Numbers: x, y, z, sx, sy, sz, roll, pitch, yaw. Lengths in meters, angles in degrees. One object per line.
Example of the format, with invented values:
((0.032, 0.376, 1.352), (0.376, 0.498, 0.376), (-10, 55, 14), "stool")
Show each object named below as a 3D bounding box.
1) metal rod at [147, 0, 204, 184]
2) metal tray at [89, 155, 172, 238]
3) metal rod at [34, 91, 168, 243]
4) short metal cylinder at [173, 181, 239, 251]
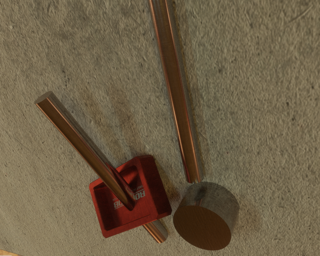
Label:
((0.017, -0.063, 0.358), (0.025, 0.025, 0.298), (1, 119, 27), "metal rod")
((-0.050, 0.105, 0.466), (0.130, 0.030, 0.090), (-32, 71, 37), "metal tray")
((-0.068, 0.072, 0.443), (0.025, 0.025, 0.299), (-12, 126, 33), "metal rod")
((0.065, 0.122, 0.431), (0.080, 0.050, 0.079), (13, 124, 20), "short metal cylinder")
